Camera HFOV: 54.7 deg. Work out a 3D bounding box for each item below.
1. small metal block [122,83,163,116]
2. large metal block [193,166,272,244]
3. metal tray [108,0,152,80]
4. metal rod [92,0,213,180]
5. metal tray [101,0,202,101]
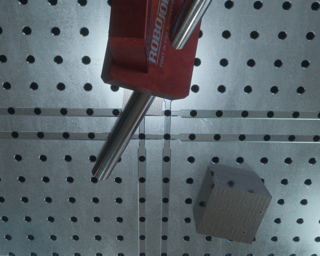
[{"bbox_3d":[-0.020,-0.046,0.396,0.050,0.025,0.050,6,110,-3],"label":"small metal block"},{"bbox_3d":[0.100,0.110,0.442,0.081,0.050,0.079,14,109,-6],"label":"large metal block"},{"bbox_3d":[-0.023,-0.122,0.303,0.030,0.090,0.129,3,79,1],"label":"metal tray"},{"bbox_3d":[-0.012,-0.049,0.359,0.025,0.025,0.298,27,118,-10],"label":"metal rod"},{"bbox_3d":[-0.005,-0.102,0.331,0.091,0.030,0.129,12,85,-26],"label":"metal tray"}]
